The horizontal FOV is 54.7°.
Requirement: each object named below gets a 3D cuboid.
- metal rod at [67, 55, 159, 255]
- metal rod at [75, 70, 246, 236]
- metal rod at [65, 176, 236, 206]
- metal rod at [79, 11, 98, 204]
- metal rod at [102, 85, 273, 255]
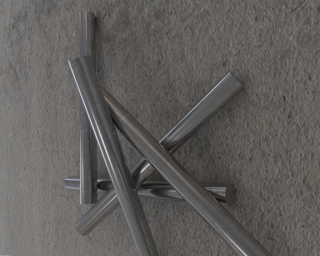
[{"bbox_3d":[-0.047,0.061,0.376,0.025,0.025,0.298,-6,107,40],"label":"metal rod"},{"bbox_3d":[-0.014,0.045,0.391,0.299,0.025,0.025,-45,63,22],"label":"metal rod"},{"bbox_3d":[-0.037,0.084,0.435,0.300,0.025,0.025,-5,87,39],"label":"metal rod"},{"bbox_3d":[-0.111,-0.037,0.478,0.025,0.025,0.298,-10,78,39],"label":"metal rod"},{"bbox_3d":[0.020,0.055,0.345,0.300,0.025,0.025,44,117,18],"label":"metal rod"}]
